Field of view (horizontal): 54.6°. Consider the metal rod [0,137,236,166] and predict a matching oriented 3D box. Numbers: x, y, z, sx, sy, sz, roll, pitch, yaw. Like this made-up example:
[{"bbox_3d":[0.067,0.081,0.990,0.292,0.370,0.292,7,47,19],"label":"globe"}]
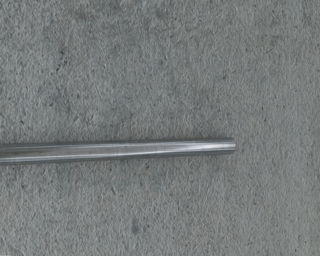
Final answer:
[{"bbox_3d":[-0.040,0.028,0.393,0.302,0.025,0.025,-1,91,-20],"label":"metal rod"}]
